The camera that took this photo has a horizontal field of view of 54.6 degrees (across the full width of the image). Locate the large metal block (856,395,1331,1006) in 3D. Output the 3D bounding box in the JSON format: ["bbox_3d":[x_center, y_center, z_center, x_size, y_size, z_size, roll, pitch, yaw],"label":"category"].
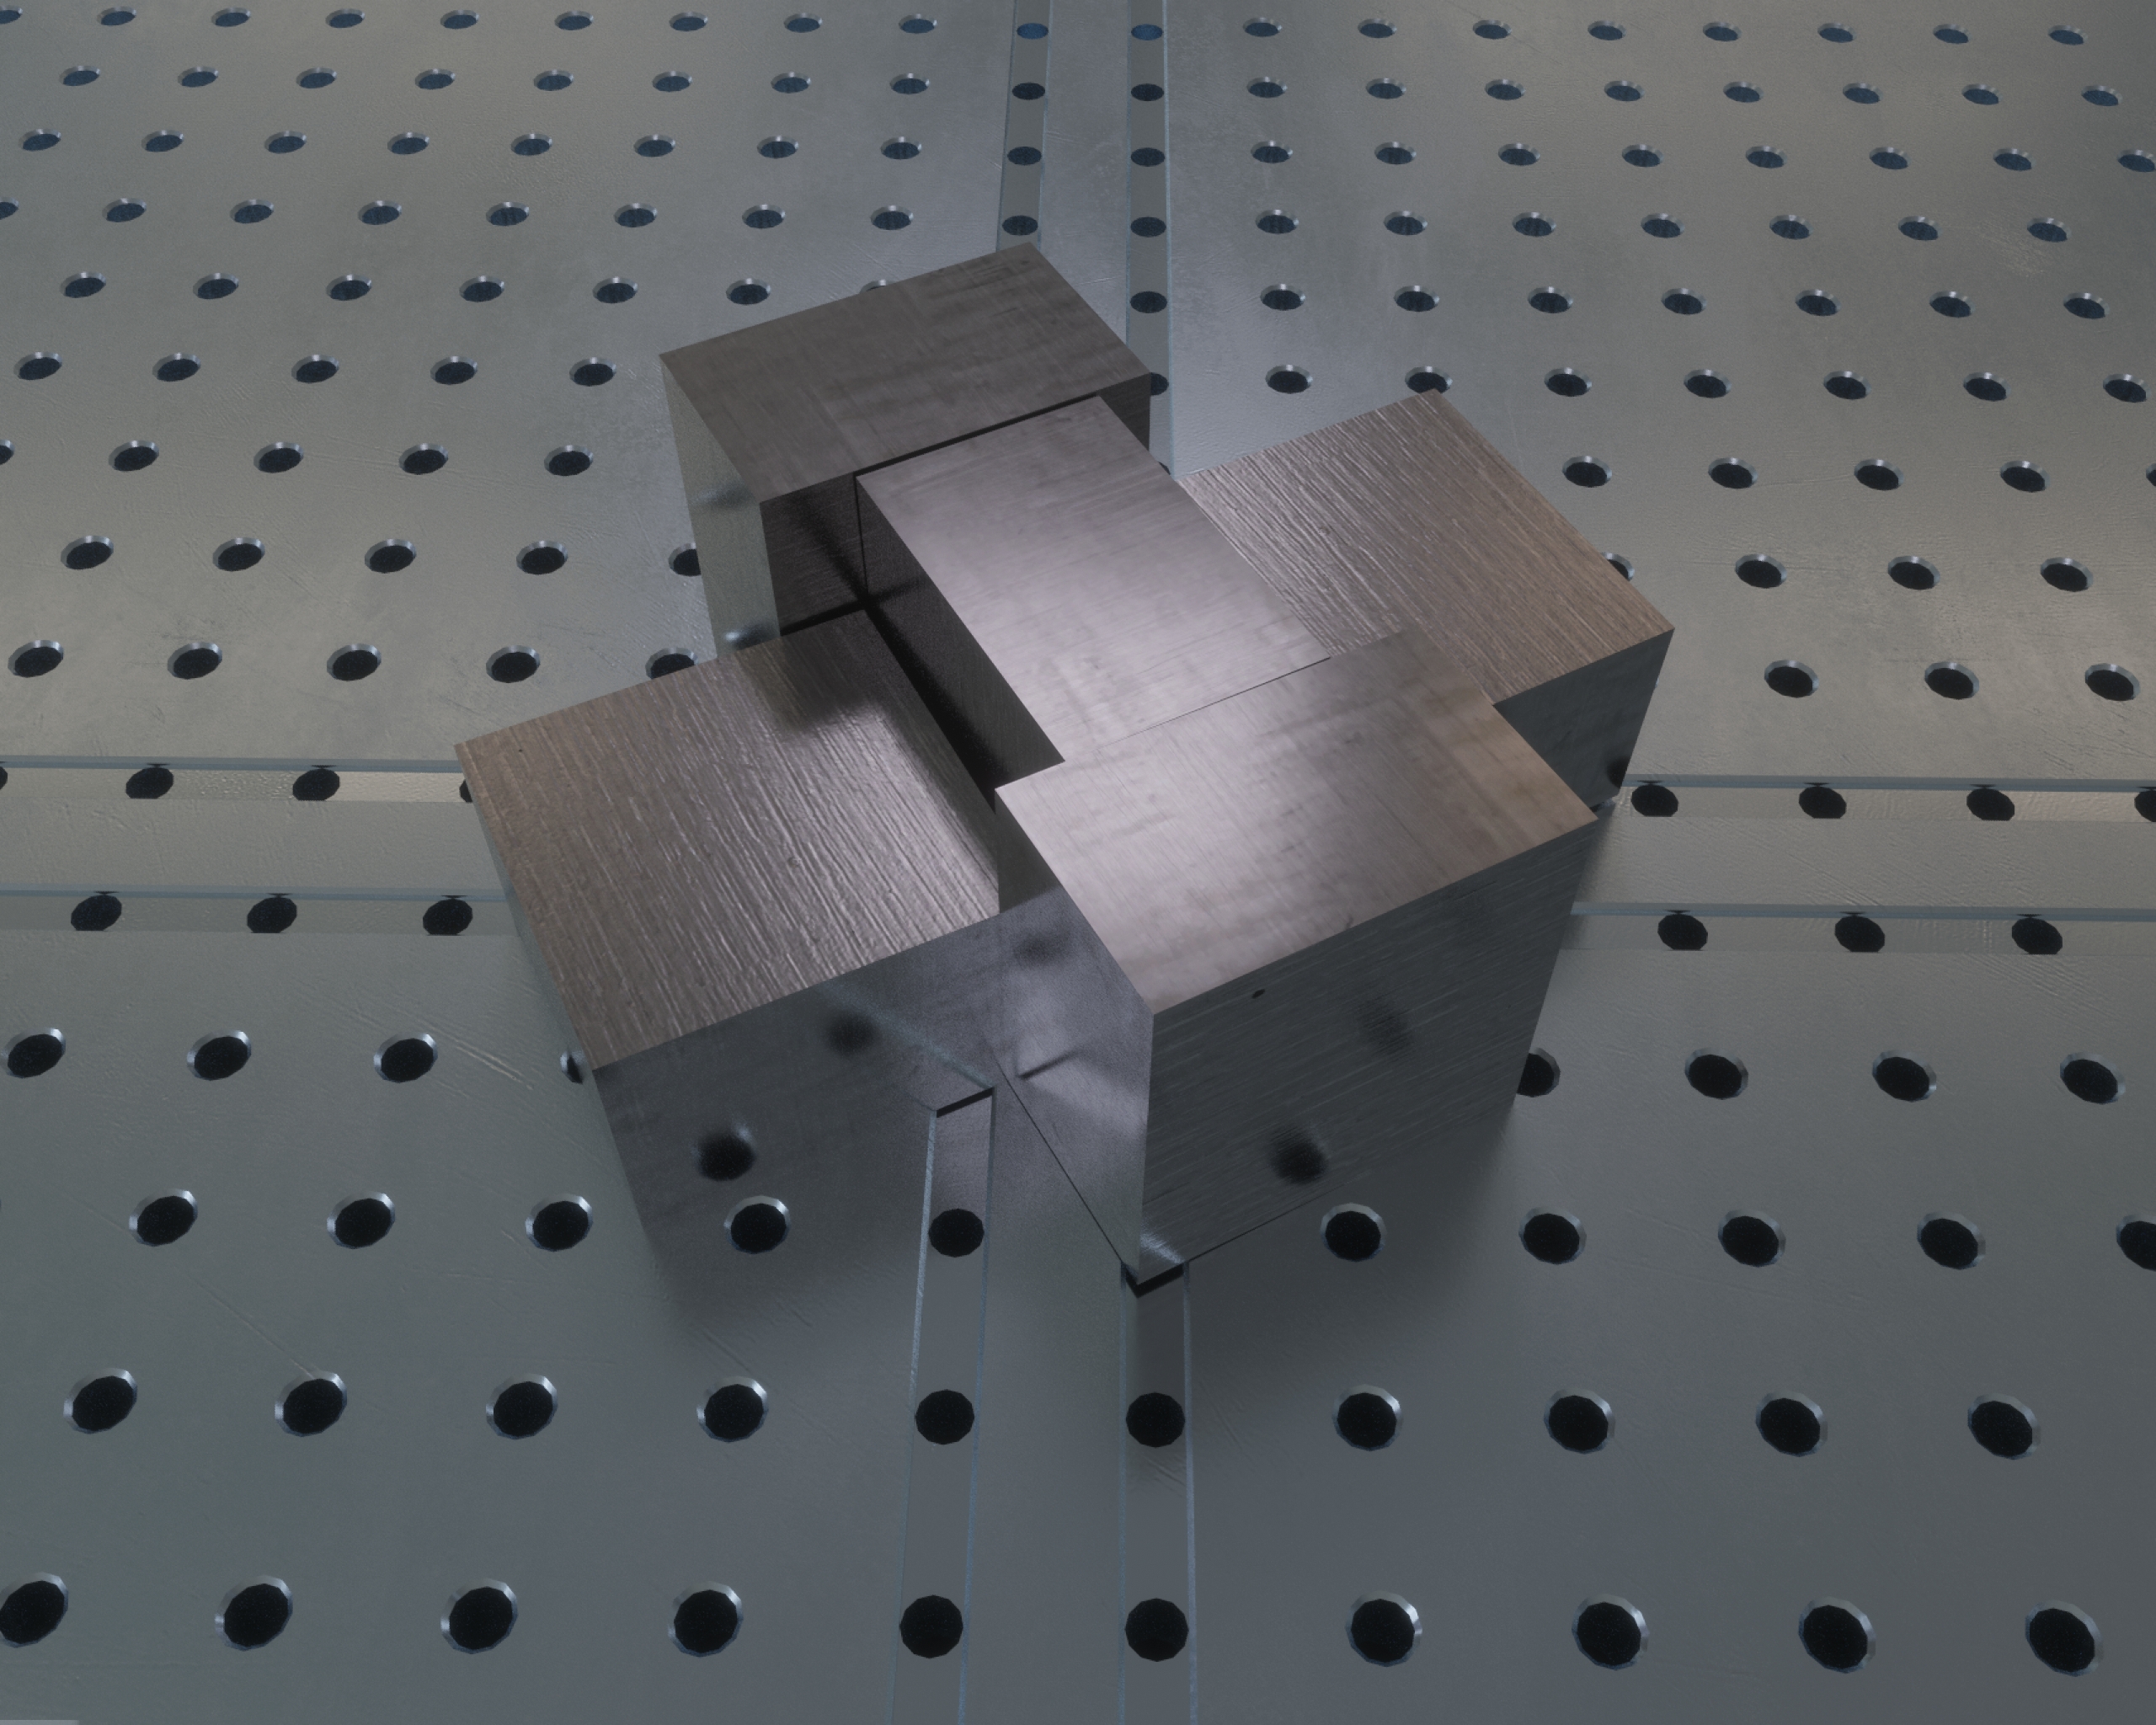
[{"bbox_3d":[0.001,-0.027,0.395,0.050,0.080,0.080,-23,54,-18],"label":"large metal block"}]

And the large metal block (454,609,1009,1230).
[{"bbox_3d":[-0.059,0.008,0.386,0.081,0.050,0.080,-21,53,-17],"label":"large metal block"}]

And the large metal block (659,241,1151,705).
[{"bbox_3d":[-0.033,-0.070,0.430,0.081,0.080,0.050,-22,53,-18],"label":"large metal block"}]

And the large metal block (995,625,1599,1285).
[{"bbox_3d":[0.034,0.016,0.358,0.081,0.080,0.050,-22,54,-19],"label":"large metal block"}]

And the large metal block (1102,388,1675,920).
[{"bbox_3d":[0.059,-0.042,0.427,0.081,0.050,0.080,-23,56,-18],"label":"large metal block"}]
